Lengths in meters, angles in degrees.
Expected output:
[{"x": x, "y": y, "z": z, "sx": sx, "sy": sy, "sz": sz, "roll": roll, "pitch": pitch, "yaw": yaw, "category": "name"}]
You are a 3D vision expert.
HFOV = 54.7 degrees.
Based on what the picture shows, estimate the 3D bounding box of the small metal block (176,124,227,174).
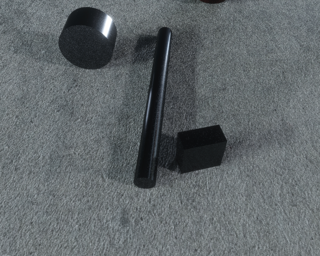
[{"x": 0.047, "y": 0.026, "z": 0.366, "sx": 0.050, "sy": 0.050, "sz": 0.025, "roll": -11, "pitch": 51, "yaw": -9, "category": "small metal block"}]

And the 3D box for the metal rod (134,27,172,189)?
[{"x": -0.004, "y": -0.052, "z": 0.446, "sx": 0.025, "sy": 0.025, "sz": 0.300, "roll": 4, "pitch": 50, "yaw": 3, "category": "metal rod"}]

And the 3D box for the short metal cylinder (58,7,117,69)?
[{"x": -0.111, "y": -0.139, "z": 0.482, "sx": 0.081, "sy": 0.080, "sz": 0.050, "roll": 2, "pitch": 50, "yaw": 1, "category": "short metal cylinder"}]

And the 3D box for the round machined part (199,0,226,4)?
[{"x": 0.109, "y": -0.293, "z": 0.640, "sx": 0.099, "sy": 0.042, "sz": 0.098, "roll": 0, "pitch": 50, "yaw": 0, "category": "round machined part"}]
